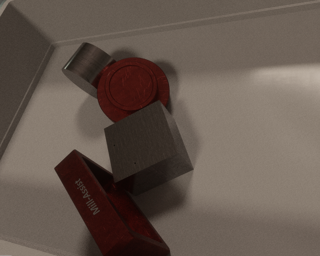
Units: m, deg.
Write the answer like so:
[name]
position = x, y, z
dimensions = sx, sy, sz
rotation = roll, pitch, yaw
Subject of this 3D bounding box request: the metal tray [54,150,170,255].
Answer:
[metal tray]
position = -0.053, 0.087, 0.336
dimensions = 0.030, 0.090, 0.130
rotation = -44, 51, -2

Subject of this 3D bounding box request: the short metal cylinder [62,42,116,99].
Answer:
[short metal cylinder]
position = -0.101, -0.084, 0.473
dimensions = 0.080, 0.080, 0.050
rotation = 24, 75, 36

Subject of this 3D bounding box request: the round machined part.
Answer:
[round machined part]
position = -0.036, -0.050, 0.417
dimensions = 0.099, 0.042, 0.098
rotation = 0, 78, 2

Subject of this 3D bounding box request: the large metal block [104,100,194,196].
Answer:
[large metal block]
position = -0.015, 0.025, 0.381
dimensions = 0.080, 0.050, 0.080
rotation = -27, 53, 11
